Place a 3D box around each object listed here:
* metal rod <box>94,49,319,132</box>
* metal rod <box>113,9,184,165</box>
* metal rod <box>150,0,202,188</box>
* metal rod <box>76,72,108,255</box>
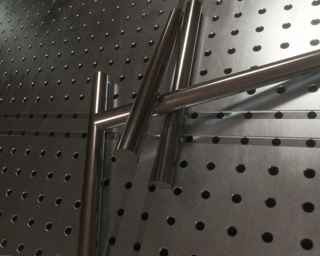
[{"bbox_3d":[0.063,-0.046,0.378,0.301,0.025,0.025,-15,55,10],"label":"metal rod"},{"bbox_3d":[-0.003,-0.077,0.404,0.025,0.025,0.300,-8,42,24],"label":"metal rod"},{"bbox_3d":[0.028,-0.065,0.431,0.025,0.025,0.299,-3,60,26],"label":"metal rod"},{"bbox_3d":[-0.090,0.042,0.428,0.025,0.025,0.299,-16,55,19],"label":"metal rod"}]
